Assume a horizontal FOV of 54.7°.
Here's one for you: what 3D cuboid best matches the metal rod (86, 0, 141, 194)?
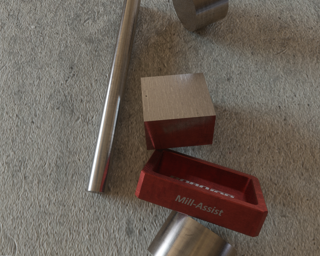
[{"bbox_3d":[-0.060,-0.061,0.429,0.025,0.025,0.299,6,70,2],"label":"metal rod"}]

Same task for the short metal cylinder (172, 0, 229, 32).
[{"bbox_3d":[0.056,-0.187,0.448,0.050,0.080,0.080,-25,72,-9],"label":"short metal cylinder"}]

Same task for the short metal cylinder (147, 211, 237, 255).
[{"bbox_3d":[0.034,0.131,0.331,0.080,0.080,0.050,32,73,11],"label":"short metal cylinder"}]

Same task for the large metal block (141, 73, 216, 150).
[{"bbox_3d":[0.020,-0.022,0.388,0.081,0.050,0.080,-5,46,-2],"label":"large metal block"}]

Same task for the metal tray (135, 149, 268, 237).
[{"bbox_3d":[0.047,0.066,0.349,0.131,0.090,0.030,17,106,6],"label":"metal tray"}]
